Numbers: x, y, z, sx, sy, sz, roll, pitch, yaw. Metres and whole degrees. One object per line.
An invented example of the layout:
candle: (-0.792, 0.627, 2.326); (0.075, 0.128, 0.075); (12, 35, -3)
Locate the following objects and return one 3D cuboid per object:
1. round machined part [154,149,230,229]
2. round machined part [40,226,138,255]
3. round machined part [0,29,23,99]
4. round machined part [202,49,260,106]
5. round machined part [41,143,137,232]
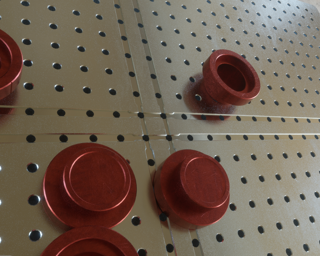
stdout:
round machined part: (0.046, 0.070, 0.381); (0.099, 0.042, 0.098); (14, 56, -21)
round machined part: (-0.066, 0.141, 0.276); (0.099, 0.042, 0.098); (14, 56, -21)
round machined part: (-0.201, -0.065, 0.329); (0.099, 0.042, 0.098); (14, 56, -21)
round machined part: (0.111, -0.077, 0.507); (0.099, 0.042, 0.098); (14, 56, -21)
round machined part: (-0.070, 0.059, 0.325); (0.099, 0.042, 0.098); (14, 56, -21)
